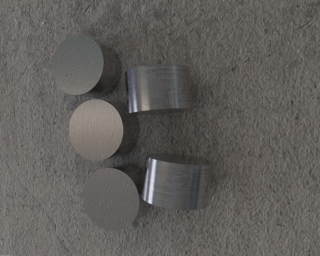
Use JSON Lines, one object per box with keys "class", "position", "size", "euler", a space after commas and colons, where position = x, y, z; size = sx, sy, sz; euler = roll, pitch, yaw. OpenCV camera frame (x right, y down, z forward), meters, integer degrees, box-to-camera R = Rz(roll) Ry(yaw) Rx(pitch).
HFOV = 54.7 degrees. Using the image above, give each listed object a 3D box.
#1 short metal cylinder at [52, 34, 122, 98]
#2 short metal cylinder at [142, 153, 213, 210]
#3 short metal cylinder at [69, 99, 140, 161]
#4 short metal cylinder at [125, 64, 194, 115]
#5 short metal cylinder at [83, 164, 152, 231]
{"class": "short metal cylinder", "position": [-0.101, -0.083, 0.431], "size": [0.080, 0.050, 0.080], "euler": [0, 90, 20]}
{"class": "short metal cylinder", "position": [0.021, 0.061, 0.372], "size": [0.080, 0.080, 0.050], "euler": [7, 93, 20]}
{"class": "short metal cylinder", "position": [-0.075, 0.003, 0.422], "size": [0.080, 0.050, 0.080], "euler": [0, 90, 20]}
{"class": "short metal cylinder", "position": [-0.001, -0.045, 0.380], "size": [0.080, 0.080, 0.050], "euler": [-5, 89, 20]}
{"class": "short metal cylinder", "position": [-0.054, 0.090, 0.415], "size": [0.080, 0.050, 0.080], "euler": [0, 90, 20]}
